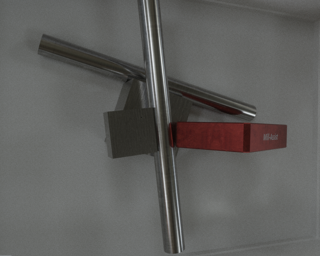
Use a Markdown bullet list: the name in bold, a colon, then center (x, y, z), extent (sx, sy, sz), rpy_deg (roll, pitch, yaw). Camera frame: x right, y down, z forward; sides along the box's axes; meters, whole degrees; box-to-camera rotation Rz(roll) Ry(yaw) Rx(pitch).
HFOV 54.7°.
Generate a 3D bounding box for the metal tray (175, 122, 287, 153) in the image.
- **metal tray**: center (0.091, 0.009, 0.381), extent (0.131, 0.090, 0.030), rpy_deg (1, 91, -52)

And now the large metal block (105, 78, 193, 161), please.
- **large metal block**: center (-0.015, -0.008, 0.391), extent (0.081, 0.050, 0.080), rpy_deg (19, 84, -20)

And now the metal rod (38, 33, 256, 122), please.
- **metal rod**: center (-0.001, -0.060, 0.410), extent (0.302, 0.025, 0.025), rpy_deg (15, 85, -20)

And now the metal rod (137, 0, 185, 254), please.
- **metal rod**: center (0.001, -0.006, 0.357), extent (0.025, 0.025, 0.298), rpy_deg (-7, 93, -20)

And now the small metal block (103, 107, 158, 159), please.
- **small metal block**: center (-0.033, 0.005, 0.344), extent (0.050, 0.025, 0.050), rpy_deg (-7, 92, -21)
